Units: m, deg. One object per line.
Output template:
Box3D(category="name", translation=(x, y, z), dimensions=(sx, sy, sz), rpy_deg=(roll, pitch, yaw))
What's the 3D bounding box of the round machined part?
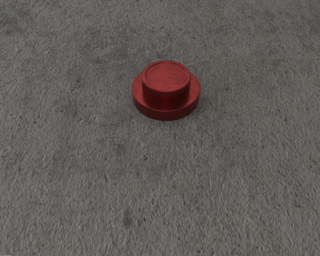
Box3D(category="round machined part", translation=(0.009, -0.060, 0.443), dimensions=(0.099, 0.042, 0.098), rpy_deg=(0, 50, 0))
